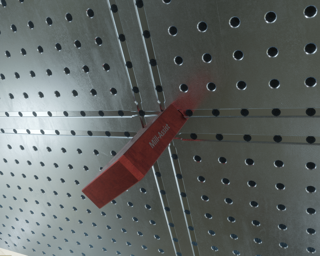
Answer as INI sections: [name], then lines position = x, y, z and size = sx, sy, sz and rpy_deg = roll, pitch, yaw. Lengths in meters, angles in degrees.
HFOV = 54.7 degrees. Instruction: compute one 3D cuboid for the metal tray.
[metal tray]
position = -0.027, 0.030, 0.375
size = 0.030, 0.131, 0.090
rpy_deg = 47, 129, -4
